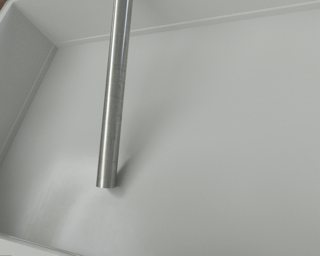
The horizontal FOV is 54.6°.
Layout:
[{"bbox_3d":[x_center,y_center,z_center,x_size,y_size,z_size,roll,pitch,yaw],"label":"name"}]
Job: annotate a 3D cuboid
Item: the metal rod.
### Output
[{"bbox_3d":[-0.057,-0.073,0.407,0.025,0.025,0.299,3,87,30],"label":"metal rod"}]
